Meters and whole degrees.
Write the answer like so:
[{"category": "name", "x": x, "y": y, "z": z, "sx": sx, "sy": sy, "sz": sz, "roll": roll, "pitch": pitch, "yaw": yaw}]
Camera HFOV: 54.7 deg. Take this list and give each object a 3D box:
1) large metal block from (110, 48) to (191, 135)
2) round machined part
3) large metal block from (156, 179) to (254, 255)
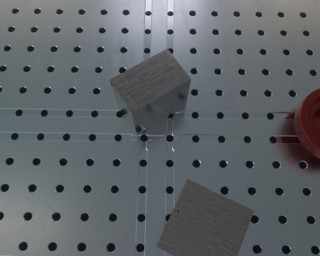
[{"category": "large metal block", "x": -0.011, "y": -0.043, "z": 0.398, "sx": 0.080, "sy": 0.080, "sz": 0.050, "roll": -31, "pitch": 73, "yaw": -11}, {"category": "round machined part", "x": 0.224, "y": -0.002, "z": 0.405, "sx": 0.099, "sy": 0.042, "sz": 0.098, "roll": 0, "pitch": 70, "yaw": 0}, {"category": "large metal block", "x": 0.050, "y": 0.116, "z": 0.356, "sx": 0.080, "sy": 0.050, "sz": 0.080, "roll": 25, "pitch": 72, "yaw": 8}]
